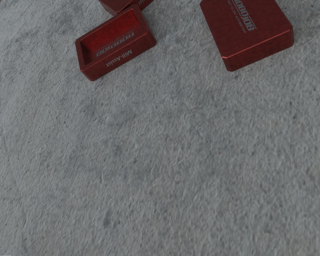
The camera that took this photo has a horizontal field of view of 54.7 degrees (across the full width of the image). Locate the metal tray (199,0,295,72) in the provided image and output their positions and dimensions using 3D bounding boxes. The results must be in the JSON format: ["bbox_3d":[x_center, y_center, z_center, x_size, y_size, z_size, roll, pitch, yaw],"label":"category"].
[{"bbox_3d":[0.116,-0.148,0.430,0.090,0.030,0.130,-22,54,14],"label":"metal tray"}]

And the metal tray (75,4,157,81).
[{"bbox_3d":[-0.079,-0.147,0.529,0.130,0.030,0.090,-28,52,10],"label":"metal tray"}]

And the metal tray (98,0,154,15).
[{"bbox_3d":[-0.045,-0.263,0.584,0.130,0.030,0.090,-43,51,-2],"label":"metal tray"}]
